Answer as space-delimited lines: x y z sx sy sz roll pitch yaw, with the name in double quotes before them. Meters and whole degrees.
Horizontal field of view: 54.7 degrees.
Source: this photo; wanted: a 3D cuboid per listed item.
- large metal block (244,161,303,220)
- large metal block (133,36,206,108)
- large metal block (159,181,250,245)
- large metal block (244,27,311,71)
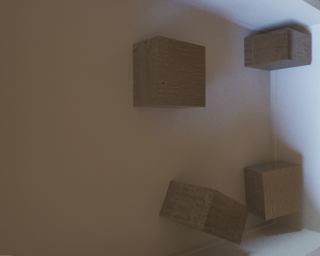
"large metal block" 0.198 0.106 0.541 0.081 0.050 0.079 -7 95 -21
"large metal block" 0.013 -0.067 0.401 0.081 0.050 0.080 -1 91 -40
"large metal block" 0.060 0.114 0.421 0.080 0.080 0.050 32 70 -36
"large metal block" 0.205 -0.134 0.542 0.081 0.080 0.050 -2 92 -40
